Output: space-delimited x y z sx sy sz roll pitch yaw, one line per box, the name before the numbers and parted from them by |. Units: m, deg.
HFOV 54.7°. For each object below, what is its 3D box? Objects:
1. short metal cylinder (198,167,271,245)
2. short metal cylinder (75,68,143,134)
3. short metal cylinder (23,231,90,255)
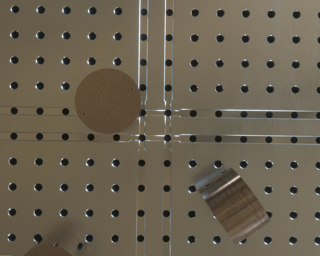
short metal cylinder | 0.091 0.097 0.387 0.050 0.080 0.080 -34 90 0
short metal cylinder | -0.063 -0.033 0.400 0.081 0.050 0.079 0 90 -1
short metal cylinder | -0.136 0.181 0.399 0.081 0.050 0.079 0 90 -1
